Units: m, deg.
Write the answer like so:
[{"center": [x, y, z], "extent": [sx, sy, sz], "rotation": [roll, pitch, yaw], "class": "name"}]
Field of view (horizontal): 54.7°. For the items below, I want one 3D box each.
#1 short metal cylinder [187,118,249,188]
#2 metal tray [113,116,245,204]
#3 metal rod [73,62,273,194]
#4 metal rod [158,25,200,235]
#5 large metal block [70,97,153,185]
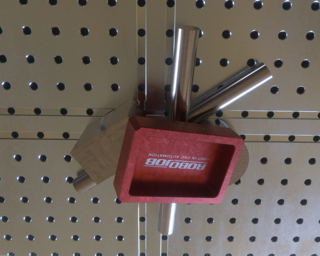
[{"center": [0.072, 0.033, 0.412], "extent": [0.081, 0.050, 0.079], "rotation": [0, 110, -1], "class": "short metal cylinder"}, {"center": [0.021, 0.040, 0.350], "extent": [0.131, 0.030, 0.089], "rotation": [7, 111, -23], "class": "metal tray"}, {"center": [0.009, 0.006, 0.416], "extent": [0.300, 0.025, 0.025], "rotation": [-32, 107, 10], "class": "metal rod"}, {"center": [0.019, 0.024, 0.398], "extent": [0.025, 0.025, 0.298], "rotation": [3, 119, -2], "class": "metal rod"}, {"center": [-0.055, 0.013, 0.387], "extent": [0.080, 0.080, 0.050], "rotation": [-32, 107, 11], "class": "large metal block"}]
